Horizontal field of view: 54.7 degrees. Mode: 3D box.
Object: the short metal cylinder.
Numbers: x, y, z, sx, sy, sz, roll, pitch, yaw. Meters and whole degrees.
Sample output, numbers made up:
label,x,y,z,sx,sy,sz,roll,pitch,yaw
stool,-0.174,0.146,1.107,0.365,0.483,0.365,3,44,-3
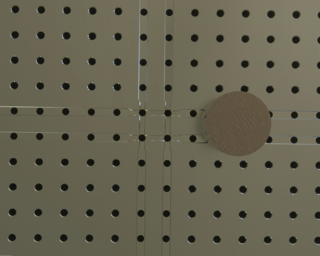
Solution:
label,x,y,z,sx,sy,sz,roll,pitch,yaw
short metal cylinder,0.096,-0.005,0.402,0.081,0.050,0.079,0,90,-1
